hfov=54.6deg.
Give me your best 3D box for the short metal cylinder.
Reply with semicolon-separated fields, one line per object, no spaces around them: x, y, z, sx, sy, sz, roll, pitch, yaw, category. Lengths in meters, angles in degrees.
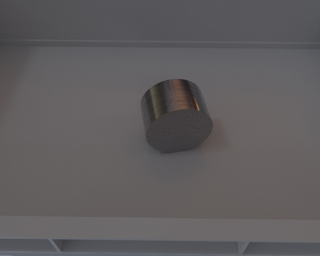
0.019;-0.013;0.381;0.080;0.080;0.050;-7;51;-6;short metal cylinder
